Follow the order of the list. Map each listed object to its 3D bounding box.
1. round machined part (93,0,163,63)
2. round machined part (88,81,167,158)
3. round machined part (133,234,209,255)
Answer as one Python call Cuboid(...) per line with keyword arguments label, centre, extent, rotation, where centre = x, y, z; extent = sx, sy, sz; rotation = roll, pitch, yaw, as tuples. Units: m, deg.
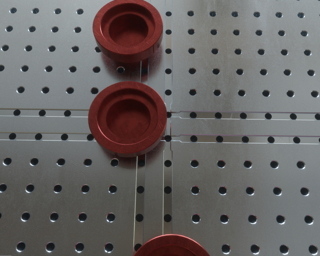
Cuboid(label="round machined part", centre=(-0.045, -0.137, 0.452), extent=(0.099, 0.042, 0.098), rotation=(0, 70, -1))
Cuboid(label="round machined part", centre=(-0.041, -0.009, 0.405), extent=(0.099, 0.042, 0.098), rotation=(0, 70, -1))
Cuboid(label="round machined part", centre=(0.012, 0.169, 0.341), extent=(0.099, 0.042, 0.098), rotation=(0, 70, -1))
